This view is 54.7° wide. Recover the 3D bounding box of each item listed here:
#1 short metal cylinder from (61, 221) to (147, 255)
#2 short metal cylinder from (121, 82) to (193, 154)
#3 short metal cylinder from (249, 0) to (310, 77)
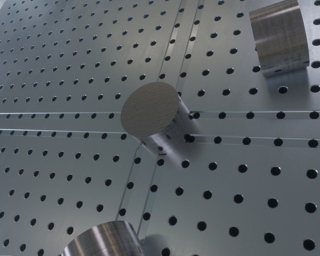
[{"bbox_3d":[-0.053,0.141,0.315,0.080,0.080,0.050,-39,51,2],"label":"short metal cylinder"},{"bbox_3d":[-0.003,-0.013,0.402,0.080,0.050,0.080,-13,56,21],"label":"short metal cylinder"},{"bbox_3d":[0.139,-0.105,0.364,0.050,0.080,0.080,-12,57,21],"label":"short metal cylinder"}]
